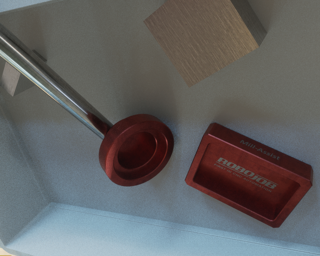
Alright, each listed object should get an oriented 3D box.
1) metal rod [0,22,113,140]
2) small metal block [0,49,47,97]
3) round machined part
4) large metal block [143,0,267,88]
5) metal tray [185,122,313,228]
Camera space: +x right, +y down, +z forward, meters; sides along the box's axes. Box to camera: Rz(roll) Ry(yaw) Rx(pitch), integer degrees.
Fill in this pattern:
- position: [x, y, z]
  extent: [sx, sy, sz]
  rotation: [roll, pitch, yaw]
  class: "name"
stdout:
- position: [-0.115, -0.043, 0.350]
  extent: [0.025, 0.025, 0.300]
  rotation: [-7, 144, 31]
  class: "metal rod"
- position: [-0.196, -0.079, 0.444]
  extent: [0.025, 0.050, 0.050]
  rotation: [41, 129, 0]
  class: "small metal block"
- position: [-0.034, 0.025, 0.405]
  extent: [0.042, 0.099, 0.097]
  rotation: [42, 140, 46]
  class: "round machined part"
- position: [0.045, -0.100, 0.306]
  extent: [0.080, 0.050, 0.080]
  rotation: [-28, 104, 37]
  class: "large metal block"
- position: [0.105, 0.059, 0.385]
  extent: [0.130, 0.030, 0.089]
  rotation: [25, 127, 12]
  class: "metal tray"
